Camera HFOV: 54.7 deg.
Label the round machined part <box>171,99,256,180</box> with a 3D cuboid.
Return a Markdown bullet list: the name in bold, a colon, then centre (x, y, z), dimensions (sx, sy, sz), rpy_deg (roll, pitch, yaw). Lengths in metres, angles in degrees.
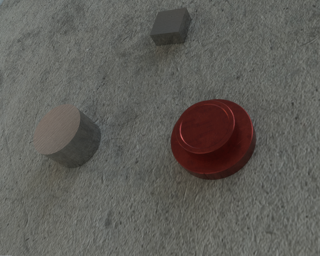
- **round machined part**: centre (0.057, 0.007, 0.359), dimensions (0.098, 0.042, 0.098), rpy_deg (-13, 56, 21)

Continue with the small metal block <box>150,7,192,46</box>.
- **small metal block**: centre (0.018, -0.161, 0.493), dimensions (0.050, 0.025, 0.050), rpy_deg (3, 63, 29)

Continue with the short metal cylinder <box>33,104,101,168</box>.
- **short metal cylinder**: centre (-0.134, 0.012, 0.451), dimensions (0.080, 0.050, 0.080), rpy_deg (-13, 56, 21)
